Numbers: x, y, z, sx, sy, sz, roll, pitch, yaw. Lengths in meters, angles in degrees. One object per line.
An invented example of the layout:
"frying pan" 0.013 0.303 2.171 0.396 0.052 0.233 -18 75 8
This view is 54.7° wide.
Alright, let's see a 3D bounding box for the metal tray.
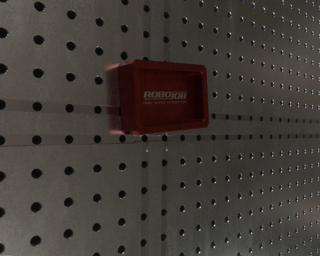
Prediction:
"metal tray" 0.010 -0.041 0.416 0.131 0.030 0.089 -6 94 -40
